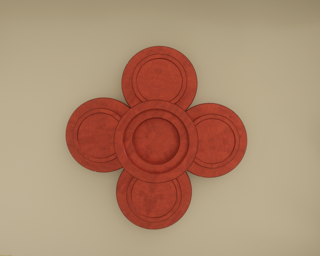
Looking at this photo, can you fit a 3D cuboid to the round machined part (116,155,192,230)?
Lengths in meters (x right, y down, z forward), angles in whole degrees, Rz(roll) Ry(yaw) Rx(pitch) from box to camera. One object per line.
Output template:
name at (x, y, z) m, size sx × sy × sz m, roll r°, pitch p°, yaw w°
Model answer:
round machined part at (-0.008, 0.083, 0.401) m, size 0.099 × 0.042 × 0.097 m, roll 0°, pitch 88°, yaw -1°

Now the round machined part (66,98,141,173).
round machined part at (-0.073, 0.009, 0.400) m, size 0.099 × 0.042 × 0.097 m, roll 0°, pitch 90°, yaw 0°

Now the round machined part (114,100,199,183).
round machined part at (-0.004, 0.015, 0.380) m, size 0.099 × 0.042 × 0.097 m, roll 0°, pitch 90°, yaw 0°

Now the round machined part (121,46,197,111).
round machined part at (-0.001, -0.058, 0.400) m, size 0.099 × 0.042 × 0.097 m, roll 0°, pitch 90°, yaw 0°

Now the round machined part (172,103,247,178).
round machined part at (0.064, 0.016, 0.401) m, size 0.099 × 0.042 × 0.097 m, roll 0°, pitch 90°, yaw 0°
